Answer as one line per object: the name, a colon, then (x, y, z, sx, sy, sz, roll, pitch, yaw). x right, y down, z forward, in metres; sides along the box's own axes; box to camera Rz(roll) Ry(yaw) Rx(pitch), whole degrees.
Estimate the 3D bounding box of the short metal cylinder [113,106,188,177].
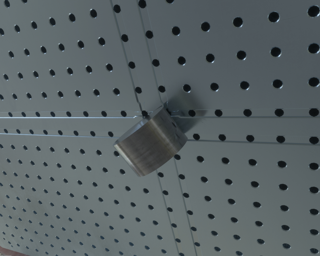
short metal cylinder: (-0.012, 0.017, 0.392, 0.080, 0.080, 0.050, -32, 100, 38)
